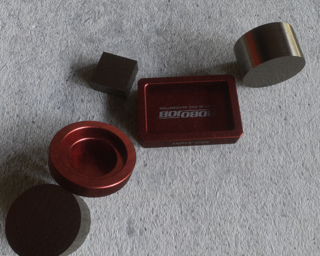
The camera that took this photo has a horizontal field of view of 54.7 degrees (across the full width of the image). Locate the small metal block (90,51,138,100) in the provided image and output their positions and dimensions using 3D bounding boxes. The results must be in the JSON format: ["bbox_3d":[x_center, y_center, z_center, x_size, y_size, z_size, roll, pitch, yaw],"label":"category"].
[{"bbox_3d":[-0.063,-0.074,0.435,0.050,0.025,0.050,17,71,6],"label":"small metal block"}]

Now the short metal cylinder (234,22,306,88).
[{"bbox_3d":[0.145,-0.095,0.415,0.081,0.080,0.050,-9,71,-3],"label":"short metal cylinder"}]

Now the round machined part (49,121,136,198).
[{"bbox_3d":[-0.081,0.041,0.369,0.099,0.042,0.098,12,44,-12],"label":"round machined part"}]

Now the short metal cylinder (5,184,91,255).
[{"bbox_3d":[-0.125,0.108,0.355,0.081,0.050,0.080,0,70,0],"label":"short metal cylinder"}]

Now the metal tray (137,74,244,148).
[{"bbox_3d":[0.037,-0.023,0.414,0.131,0.030,0.090,-3,70,-1],"label":"metal tray"}]
